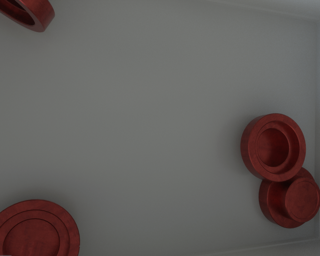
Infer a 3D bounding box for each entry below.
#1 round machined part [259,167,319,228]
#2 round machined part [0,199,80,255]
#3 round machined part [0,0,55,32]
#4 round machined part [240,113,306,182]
[{"bbox_3d":[0.206,0.106,0.477,0.099,0.042,0.097,0,90,-20],"label":"round machined part"},{"bbox_3d":[-0.141,0.129,0.343,0.099,0.042,0.098,4,78,-20],"label":"round machined part"},{"bbox_3d":[-0.151,-0.147,0.316,0.098,0.098,0.042,33,80,-17],"label":"round machined part"},{"bbox_3d":[0.161,0.029,0.458,0.099,0.042,0.097,2,85,-18],"label":"round machined part"}]
